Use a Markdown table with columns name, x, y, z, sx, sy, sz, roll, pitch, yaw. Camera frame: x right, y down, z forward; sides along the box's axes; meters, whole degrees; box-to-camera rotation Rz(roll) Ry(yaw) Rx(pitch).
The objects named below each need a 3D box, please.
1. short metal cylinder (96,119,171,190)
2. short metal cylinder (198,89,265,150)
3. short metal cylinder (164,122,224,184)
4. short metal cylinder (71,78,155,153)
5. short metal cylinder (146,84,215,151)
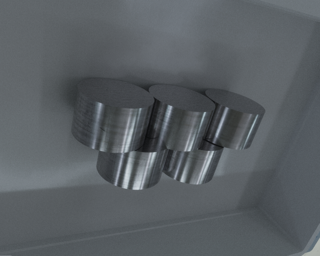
| name | x | y | z | sx | sy | sz | roll | pitch | yaw |
| --- | --- | --- | --- | --- | --- | --- | --- | --- | --- |
| short metal cylinder | -0.032 | 0.029 | 0.371 | 0.081 | 0.080 | 0.050 | 1 | 118 | -29 |
| short metal cylinder | 0.091 | -0.013 | 0.412 | 0.081 | 0.080 | 0.050 | 2 | 118 | -29 |
| short metal cylinder | 0.040 | 0.030 | 0.411 | 0.081 | 0.080 | 0.050 | 1 | 118 | -29 |
| short metal cylinder | -0.051 | -0.016 | 0.333 | 0.081 | 0.080 | 0.050 | 1 | 118 | -29 |
| short metal cylinder | 0.020 | -0.014 | 0.373 | 0.081 | 0.080 | 0.050 | 1 | 118 | -29 |
